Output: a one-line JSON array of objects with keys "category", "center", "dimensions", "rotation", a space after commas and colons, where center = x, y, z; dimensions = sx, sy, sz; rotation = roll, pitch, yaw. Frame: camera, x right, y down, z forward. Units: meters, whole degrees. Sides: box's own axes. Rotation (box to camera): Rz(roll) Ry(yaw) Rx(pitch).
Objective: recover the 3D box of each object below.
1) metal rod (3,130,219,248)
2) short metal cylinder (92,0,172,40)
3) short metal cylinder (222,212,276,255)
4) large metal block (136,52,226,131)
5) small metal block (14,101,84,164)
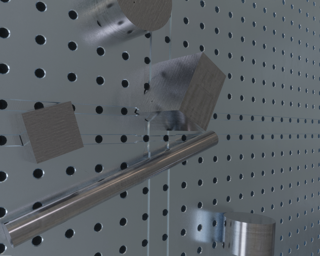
[{"category": "metal rod", "center": [-0.031, 0.058, 0.383], "dimensions": [0.302, 0.025, 0.025], "rotation": [-21, 104, -38]}, {"category": "short metal cylinder", "center": [-0.032, -0.149, 0.366], "dimensions": [0.081, 0.050, 0.079], "rotation": [0, 90, -40]}, {"category": "short metal cylinder", "center": [0.140, 0.168, 0.492], "dimensions": [0.081, 0.080, 0.050], "rotation": [7, 86, -40]}, {"category": "large metal block", "center": [0.027, -0.043, 0.396], "dimensions": [0.050, 0.080, 0.080], "rotation": [36, 68, -35]}, {"category": "small metal block", "center": [-0.112, 0.003, 0.315], "dimensions": [0.050, 0.025, 0.050], "rotation": [-21, 104, -38]}]
